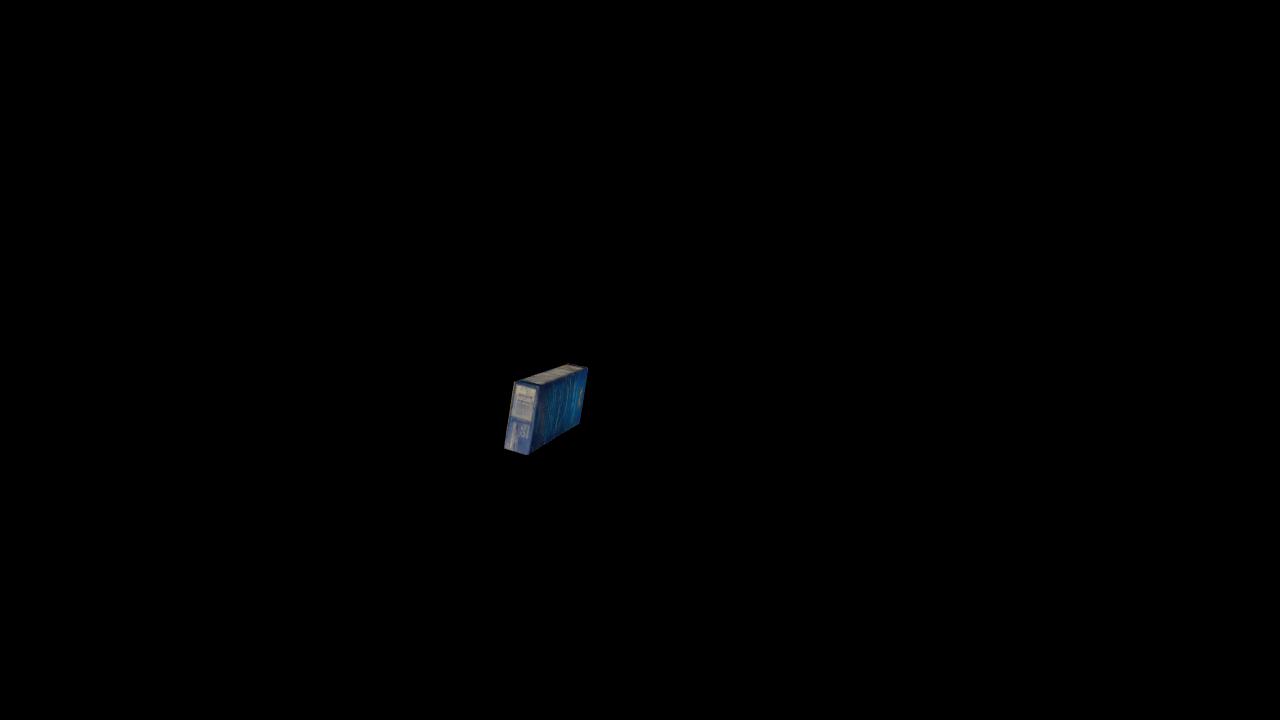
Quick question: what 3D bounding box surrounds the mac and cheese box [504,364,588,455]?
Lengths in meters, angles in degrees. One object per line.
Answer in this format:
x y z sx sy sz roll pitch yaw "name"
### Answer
-0.126 0.063 0.861 0.041 0.093 0.184 11 9 13 "mac and cheese box"
